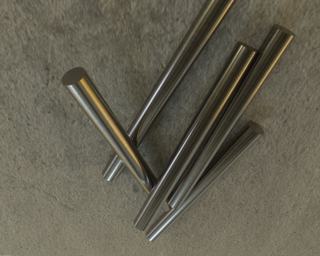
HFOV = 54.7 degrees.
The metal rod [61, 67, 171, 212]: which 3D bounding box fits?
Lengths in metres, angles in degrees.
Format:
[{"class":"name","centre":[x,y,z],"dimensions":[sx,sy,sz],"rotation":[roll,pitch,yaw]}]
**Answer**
[{"class":"metal rod","centre":[-0.037,0.039,0.406],"dimensions":[0.025,0.025,0.299],"rotation":[-14,139,11]}]

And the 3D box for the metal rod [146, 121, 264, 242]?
[{"class":"metal rod","centre":[0.056,0.100,0.493],"dimensions":[0.025,0.025,0.298],"rotation":[22,127,-18]}]

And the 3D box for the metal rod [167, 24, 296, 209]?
[{"class":"metal rod","centre":[0.076,0.008,0.407],"dimensions":[0.025,0.025,0.298],"rotation":[16,126,-14]}]

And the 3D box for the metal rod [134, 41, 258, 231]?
[{"class":"metal rod","centre":[0.033,0.029,0.403],"dimensions":[0.025,0.025,0.298],"rotation":[19,119,-16]}]

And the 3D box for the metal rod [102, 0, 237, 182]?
[{"class":"metal rod","centre":[-0.005,-0.031,0.381],"dimensions":[0.025,0.025,0.298],"rotation":[22,127,-18]}]
